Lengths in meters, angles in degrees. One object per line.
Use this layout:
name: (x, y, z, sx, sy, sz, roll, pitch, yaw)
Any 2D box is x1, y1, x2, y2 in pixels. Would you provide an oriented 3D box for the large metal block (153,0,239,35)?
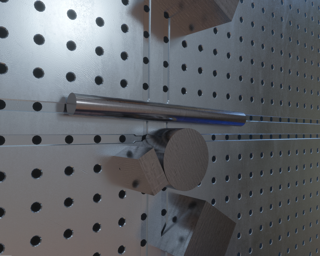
large metal block: (0.049, -0.179, 0.416, 0.080, 0.080, 0.050, 34, 69, -35)

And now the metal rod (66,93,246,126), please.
metal rod: (0.021, -0.020, 0.428, 0.302, 0.025, 0.025, 3, 89, -40)

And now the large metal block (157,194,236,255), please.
large metal block: (0.054, 0.152, 0.441, 0.080, 0.050, 0.080, 41, 65, -33)

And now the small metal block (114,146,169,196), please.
small metal block: (-0.023, 0.050, 0.375, 0.025, 0.050, 0.050, -35, 112, -35)

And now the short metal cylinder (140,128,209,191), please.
short metal cylinder: (0.019, 0.040, 0.411, 0.081, 0.050, 0.079, 0, 90, -40)
